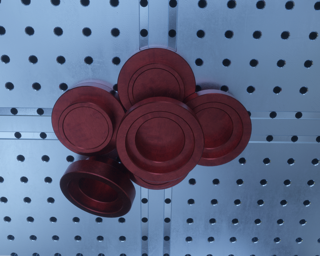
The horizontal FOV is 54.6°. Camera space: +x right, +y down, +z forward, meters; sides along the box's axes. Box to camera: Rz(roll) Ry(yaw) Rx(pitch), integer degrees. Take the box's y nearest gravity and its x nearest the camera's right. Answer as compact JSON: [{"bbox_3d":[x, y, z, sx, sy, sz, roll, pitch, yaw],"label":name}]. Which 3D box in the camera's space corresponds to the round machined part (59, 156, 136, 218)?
[{"bbox_3d":[-0.079,0.075,0.417,0.098,0.042,0.097,9,134,10],"label":"round machined part"}]

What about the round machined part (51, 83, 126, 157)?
[{"bbox_3d":[-0.091,-0.006,0.401,0.099,0.042,0.097,0,110,0],"label":"round machined part"}]

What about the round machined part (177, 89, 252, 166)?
[{"bbox_3d":[0.064,-0.003,0.403,0.099,0.042,0.097,0,110,0],"label":"round machined part"}]

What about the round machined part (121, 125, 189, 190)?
[{"bbox_3d":[-0.004,0.042,0.419,0.099,0.042,0.097,0,110,0],"label":"round machined part"}]

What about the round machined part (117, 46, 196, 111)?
[{"bbox_3d":[-0.004,-0.050,0.386,0.099,0.042,0.097,0,110,0],"label":"round machined part"}]

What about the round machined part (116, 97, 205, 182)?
[{"bbox_3d":[0.000,0.010,0.362,0.099,0.042,0.097,0,110,0],"label":"round machined part"}]
